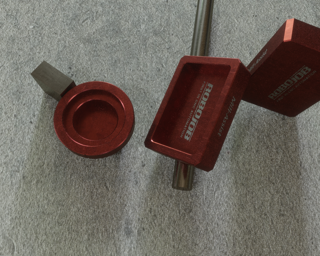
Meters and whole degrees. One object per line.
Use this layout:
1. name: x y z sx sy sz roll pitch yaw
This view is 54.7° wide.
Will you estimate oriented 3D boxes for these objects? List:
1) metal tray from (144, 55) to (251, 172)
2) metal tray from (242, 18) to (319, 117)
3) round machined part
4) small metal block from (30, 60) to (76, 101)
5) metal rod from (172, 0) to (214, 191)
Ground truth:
1. metal tray: 0.043 -0.022 0.376 0.090 0.030 0.130 17 80 44
2. metal tray: 0.157 -0.063 0.369 0.090 0.129 0.030 19 67 -4
3. round machined part: -0.081 -0.007 0.400 0.099 0.042 0.098 1 71 -2
4. small metal block: -0.136 -0.056 0.414 0.050 0.050 0.025 34 74 11
5. metal rod: 0.049 -0.064 0.432 0.025 0.025 0.299 8 70 3
